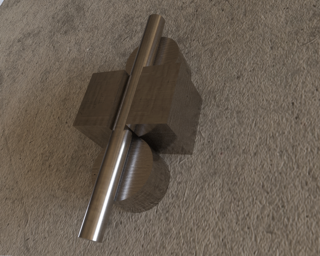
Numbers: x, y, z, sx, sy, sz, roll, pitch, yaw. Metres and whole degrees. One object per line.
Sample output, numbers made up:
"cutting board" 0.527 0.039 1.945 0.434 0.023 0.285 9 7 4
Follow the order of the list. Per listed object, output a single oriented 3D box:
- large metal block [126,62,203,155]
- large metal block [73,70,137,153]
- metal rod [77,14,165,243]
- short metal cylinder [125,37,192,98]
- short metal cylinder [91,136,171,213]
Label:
"large metal block" 0.010 -0.021 0.377 0.050 0.080 0.080 -1 61 28
"large metal block" -0.058 -0.019 0.412 0.050 0.080 0.080 -1 61 28
"metal rod" -0.037 -0.020 0.372 0.025 0.025 0.300 0 61 28
"short metal cylinder" -0.001 -0.082 0.440 0.080 0.050 0.080 -13 56 20
"short metal cylinder" -0.034 0.056 0.373 0.080 0.050 0.080 -13 56 20
